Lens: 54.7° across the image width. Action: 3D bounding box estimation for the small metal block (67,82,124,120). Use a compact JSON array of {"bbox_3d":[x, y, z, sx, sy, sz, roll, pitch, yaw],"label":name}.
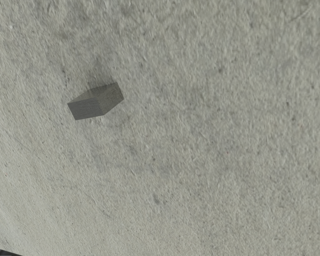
[{"bbox_3d":[-0.084,-0.036,0.411,0.050,0.050,0.025,-8,115,31],"label":"small metal block"}]
